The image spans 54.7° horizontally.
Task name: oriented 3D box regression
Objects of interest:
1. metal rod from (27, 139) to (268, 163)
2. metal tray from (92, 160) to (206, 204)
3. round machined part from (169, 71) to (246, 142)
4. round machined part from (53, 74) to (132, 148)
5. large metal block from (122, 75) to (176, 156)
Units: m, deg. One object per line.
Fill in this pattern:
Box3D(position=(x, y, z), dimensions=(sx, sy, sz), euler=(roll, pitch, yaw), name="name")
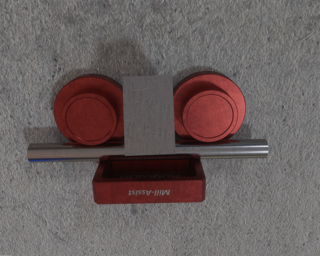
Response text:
Box3D(position=(-0.015, 0.029, 0.400), dimensions=(0.302, 0.025, 0.025), euler=(-1, 110, 0), name="metal rod")
Box3D(position=(-0.013, 0.059, 0.398), dimensions=(0.131, 0.090, 0.030), euler=(-1, 110, 0), name="metal tray")
Box3D(position=(0.061, -0.021, 0.394), dimensions=(0.099, 0.042, 0.097), euler=(0, 110, -1), name="round machined part")
Box3D(position=(-0.086, -0.017, 0.392), dimensions=(0.099, 0.042, 0.097), euler=(0, 110, -1), name="round machined part")
Box3D(position=(-0.011, -0.011, 0.349), dimensions=(0.050, 0.080, 0.080), euler=(-2, 87, 0), name="large metal block")
